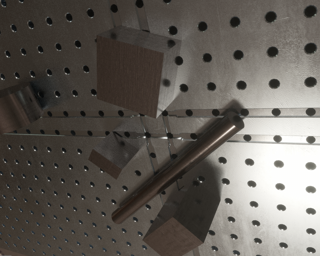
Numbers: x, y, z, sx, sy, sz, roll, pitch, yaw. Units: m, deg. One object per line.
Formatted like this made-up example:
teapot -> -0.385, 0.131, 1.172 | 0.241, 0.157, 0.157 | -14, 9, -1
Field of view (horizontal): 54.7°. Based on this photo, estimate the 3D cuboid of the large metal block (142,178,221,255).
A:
large metal block -> 0.031, 0.130, 0.439 | 0.050, 0.080, 0.080 | 41, 129, 0

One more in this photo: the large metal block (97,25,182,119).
large metal block -> -0.026, -0.068, 0.366 | 0.080, 0.050, 0.079 | 19, 126, 16

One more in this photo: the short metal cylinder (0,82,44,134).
short metal cylinder -> -0.227, -0.031, 0.473 | 0.080, 0.080, 0.050 | -4, 117, 29

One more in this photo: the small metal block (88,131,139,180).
small metal block -> -0.067, 0.039, 0.453 | 0.050, 0.050, 0.025 | 34, 129, 5

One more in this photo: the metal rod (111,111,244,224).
metal rod -> 0.007, 0.074, 0.451 | 0.025, 0.025, 0.298 | 43, 129, -2
